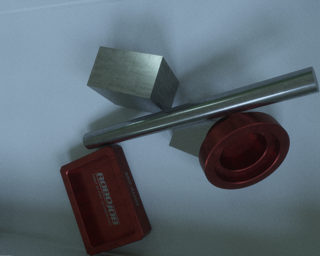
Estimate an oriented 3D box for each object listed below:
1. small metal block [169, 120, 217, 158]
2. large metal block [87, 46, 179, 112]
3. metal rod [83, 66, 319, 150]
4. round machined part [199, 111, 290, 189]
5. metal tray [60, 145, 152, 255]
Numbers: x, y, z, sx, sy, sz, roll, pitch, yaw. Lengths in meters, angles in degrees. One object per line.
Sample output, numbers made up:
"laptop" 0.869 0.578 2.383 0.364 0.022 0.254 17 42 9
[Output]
"small metal block" 0.046 0.008 0.394 0.050 0.025 0.050 21 97 18
"large metal block" -0.030 -0.056 0.386 0.080 0.080 0.050 14 82 19
"metal rod" 0.021 -0.013 0.365 0.300 0.025 0.025 -15 85 33
"round machined part" 0.090 0.021 0.350 0.098 0.098 0.042 -40 38 15
"metal tray" -0.077 0.099 0.431 0.090 0.030 0.129 -24 81 17
